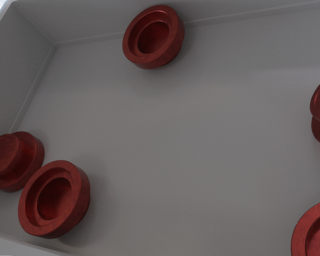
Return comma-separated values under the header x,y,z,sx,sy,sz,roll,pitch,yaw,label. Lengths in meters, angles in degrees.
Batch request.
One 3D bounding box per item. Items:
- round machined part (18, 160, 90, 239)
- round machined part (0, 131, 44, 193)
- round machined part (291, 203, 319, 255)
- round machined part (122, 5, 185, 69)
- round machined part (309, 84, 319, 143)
x,y,z,sx,sy,sz,roll,pitch,yaw,label
-0.132,0.095,0.406,0.098,0.042,0.098,-13,56,21,round machined part
-0.236,0.048,0.486,0.098,0.042,0.098,-10,58,18,round machined part
0.156,0.105,0.238,0.098,0.042,0.098,-18,39,16,round machined part
-0.005,-0.133,0.472,0.098,0.042,0.098,-12,66,28,round machined part
0.180,-0.024,0.282,0.098,0.042,0.098,-51,14,19,round machined part
